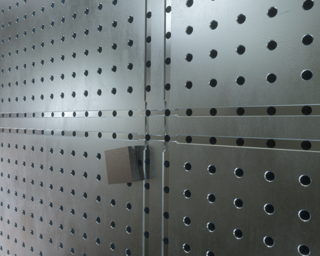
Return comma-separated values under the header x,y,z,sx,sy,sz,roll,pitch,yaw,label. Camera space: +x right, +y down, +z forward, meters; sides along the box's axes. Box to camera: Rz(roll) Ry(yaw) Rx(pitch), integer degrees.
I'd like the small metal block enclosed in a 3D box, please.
x,y,z,sx,sy,sz,roll,pitch,yaw,label
-0.052,0.054,0.450,0.050,0.025,0.050,-13,82,39,small metal block
